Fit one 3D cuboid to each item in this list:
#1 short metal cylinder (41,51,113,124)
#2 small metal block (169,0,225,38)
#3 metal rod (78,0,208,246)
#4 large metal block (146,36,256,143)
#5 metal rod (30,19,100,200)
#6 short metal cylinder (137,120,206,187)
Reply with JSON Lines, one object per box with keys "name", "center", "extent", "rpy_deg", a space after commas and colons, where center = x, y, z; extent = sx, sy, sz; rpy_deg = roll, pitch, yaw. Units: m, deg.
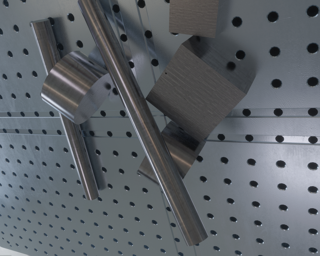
{"name": "short metal cylinder", "center": [-0.104, -0.051, 0.398], "extent": [0.050, 0.080, 0.079], "rpy_deg": [35, 129, 5]}
{"name": "small metal block", "center": [0.038, -0.123, 0.315], "extent": [0.050, 0.025, 0.050], "rpy_deg": [14, 124, 20]}
{"name": "metal rod", "center": [-0.023, -0.016, 0.346], "extent": [0.025, 0.025, 0.299], "rpy_deg": [-31, 80, 38]}
{"name": "large metal block", "center": [0.044, -0.044, 0.345], "extent": [0.080, 0.050, 0.080], "rpy_deg": [39, 129, 2]}
{"name": "metal rod", "center": [-0.138, -0.011, 0.477], "extent": [0.025, 0.025, 0.298], "rpy_deg": [6, 121, 25]}
{"name": "short metal cylinder", "center": [0.015, 0.037, 0.390], "extent": [0.050, 0.080, 0.079], "rpy_deg": [33, 129, 7]}
